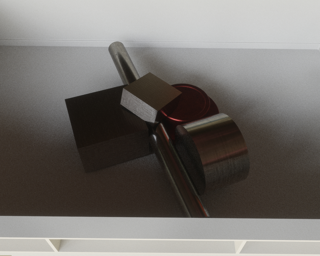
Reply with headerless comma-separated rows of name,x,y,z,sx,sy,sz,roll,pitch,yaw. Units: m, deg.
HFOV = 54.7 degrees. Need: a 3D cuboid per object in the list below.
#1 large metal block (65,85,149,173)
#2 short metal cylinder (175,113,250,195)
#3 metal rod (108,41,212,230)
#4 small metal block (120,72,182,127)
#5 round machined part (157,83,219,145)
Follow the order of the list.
large metal block,-0.065,-0.001,0.384,0.081,0.050,0.080,-16,52,-13
short metal cylinder,0.055,0.028,0.344,0.050,0.080,0.080,-16,52,-13
metal rod,-0.014,-0.015,0.389,0.025,0.025,0.300,-16,52,-13
small metal block,-0.010,-0.035,0.370,0.050,0.025,0.050,35,46,17
round machined part,0.030,-0.021,0.410,0.099,0.042,0.098,0,50,0
